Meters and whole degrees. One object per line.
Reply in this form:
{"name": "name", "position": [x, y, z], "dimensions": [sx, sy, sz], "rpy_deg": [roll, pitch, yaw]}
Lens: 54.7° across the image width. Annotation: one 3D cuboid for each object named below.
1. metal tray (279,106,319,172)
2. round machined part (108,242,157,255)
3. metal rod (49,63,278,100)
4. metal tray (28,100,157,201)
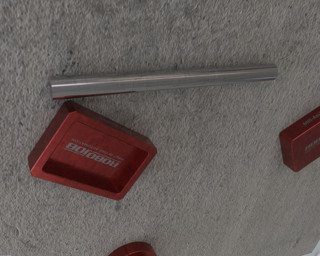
{"name": "metal tray", "position": [0.284, 0.013, 0.567], "dimensions": [0.131, 0.030, 0.090], "rpy_deg": [-32, 129, -8]}
{"name": "round machined part", "position": [-0.047, 0.243, 0.520], "dimensions": [0.099, 0.042, 0.097], "rpy_deg": [-14, 124, -21]}
{"name": "metal rod", "position": [0.024, -0.061, 0.382], "dimensions": [0.303, 0.025, 0.025], "rpy_deg": [-8, 122, -24]}
{"name": "metal tray", "position": [-0.078, 0.033, 0.381], "dimensions": [0.131, 0.030, 0.090], "rpy_deg": [28, 103, -38]}
